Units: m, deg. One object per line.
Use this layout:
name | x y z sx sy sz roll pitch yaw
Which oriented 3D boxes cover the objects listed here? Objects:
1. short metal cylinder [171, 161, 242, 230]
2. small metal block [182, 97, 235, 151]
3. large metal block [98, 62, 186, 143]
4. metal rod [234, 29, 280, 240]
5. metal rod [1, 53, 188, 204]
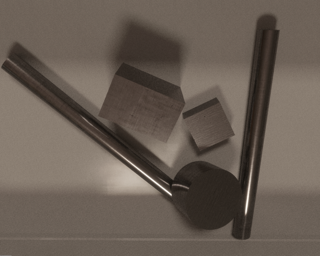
short metal cylinder | 0.062 0.089 0.417 0.081 0.050 0.079 -2 96 -18
small metal block | 0.064 -0.005 0.410 0.050 0.025 0.050 -26 108 8
large metal block | -0.020 -0.033 0.370 0.080 0.080 0.050 22 109 -8
metal rod | 0.127 0.022 0.421 0.025 0.025 0.298 1 110 -1
metal rod | -0.074 0.012 0.414 0.300 0.025 0.025 40 105 -14
